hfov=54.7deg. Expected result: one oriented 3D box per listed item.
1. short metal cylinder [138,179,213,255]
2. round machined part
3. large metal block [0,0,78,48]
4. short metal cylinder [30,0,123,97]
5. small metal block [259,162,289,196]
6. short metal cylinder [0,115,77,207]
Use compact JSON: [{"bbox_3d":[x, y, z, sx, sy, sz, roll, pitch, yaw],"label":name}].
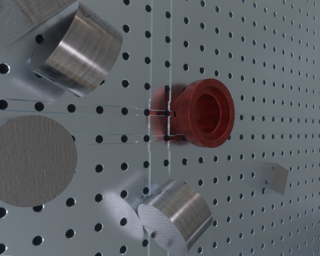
[{"bbox_3d":[0.018,0.112,0.389,0.050,0.080,0.080,-36,113,-34],"label":"short metal cylinder"},{"bbox_3d":[0.062,-0.021,0.449,0.099,0.042,0.097,0,90,-40],"label":"round machined part"},{"bbox_3d":[-0.129,-0.124,0.265,0.050,0.080,0.080,-48,119,-29],"label":"large metal block"},{"bbox_3d":[-0.082,-0.077,0.304,0.050,0.080,0.080,32,70,-36],"label":"short metal cylinder"},{"bbox_3d":[0.218,0.097,0.592,0.050,0.025,0.050,28,73,-37],"label":"small metal block"},{"bbox_3d":[-0.126,0.028,0.288,0.081,0.050,0.080,0,90,-40],"label":"short metal cylinder"}]
